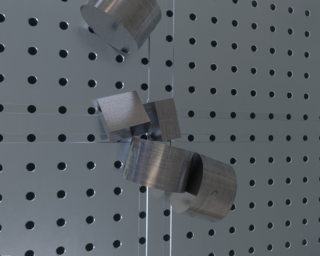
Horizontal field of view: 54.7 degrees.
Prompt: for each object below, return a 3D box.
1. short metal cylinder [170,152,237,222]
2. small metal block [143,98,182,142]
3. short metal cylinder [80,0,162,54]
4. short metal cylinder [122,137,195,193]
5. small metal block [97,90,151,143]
[{"bbox_3d":[0.055,0.077,0.404,0.050,0.080,0.080,21,83,-19],"label":"short metal cylinder"},{"bbox_3d":[0.001,-0.010,0.400,0.025,0.050,0.050,-13,95,-20],"label":"small metal block"},{"bbox_3d":[-0.045,-0.133,0.366,0.080,0.080,0.050,37,78,-17],"label":"short metal cylinder"},{"bbox_3d":[-0.002,0.045,0.382,0.081,0.080,0.050,16,86,-20],"label":"short metal cylinder"},{"bbox_3d":[-0.046,-0.015,0.383,0.050,0.025,0.050,-15,61,-19],"label":"small metal block"}]
